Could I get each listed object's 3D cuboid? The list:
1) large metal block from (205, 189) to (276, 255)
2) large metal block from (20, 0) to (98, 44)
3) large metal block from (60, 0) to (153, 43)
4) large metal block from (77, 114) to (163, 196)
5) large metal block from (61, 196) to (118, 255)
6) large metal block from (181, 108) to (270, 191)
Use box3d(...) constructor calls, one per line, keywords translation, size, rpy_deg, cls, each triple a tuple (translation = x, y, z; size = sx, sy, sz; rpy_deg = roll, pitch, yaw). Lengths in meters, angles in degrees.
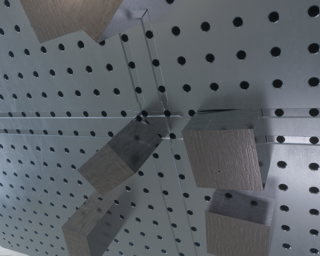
box3d(translation=(0.109, 0.134, 0.421), size=(0.080, 0.050, 0.080), rpy_deg=(7, 122, 24), cls="large metal block")
box3d(translation=(-0.114, -0.153, 0.361), size=(0.080, 0.050, 0.080), rpy_deg=(-6, 116, 31), cls="large metal block")
box3d(translation=(-0.041, -0.141, 0.311), size=(0.050, 0.080, 0.080), rpy_deg=(44, 129, -2), cls="large metal block")
box3d(translation=(-0.054, 0.037, 0.428), size=(0.050, 0.080, 0.080), rpy_deg=(48, 129, -5), cls="large metal block")
box3d(translation=(-0.122, 0.184, 0.555), size=(0.050, 0.080, 0.080), rpy_deg=(12, 124, 22), cls="large metal block")
box3d(translation=(0.080, 0.025, 0.369), size=(0.080, 0.050, 0.080), rpy_deg=(-3, 117, 29), cls="large metal block")
